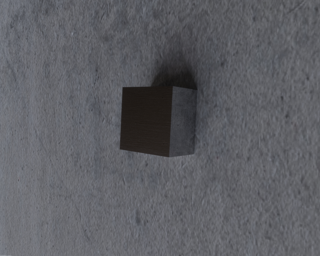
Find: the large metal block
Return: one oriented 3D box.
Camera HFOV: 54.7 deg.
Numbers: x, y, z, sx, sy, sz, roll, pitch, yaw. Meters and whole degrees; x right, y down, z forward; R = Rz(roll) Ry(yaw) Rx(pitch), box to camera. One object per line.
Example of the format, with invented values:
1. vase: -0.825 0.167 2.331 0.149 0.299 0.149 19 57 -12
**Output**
1. large metal block: -0.003 -0.010 0.389 0.080 0.050 0.079 5 93 39
